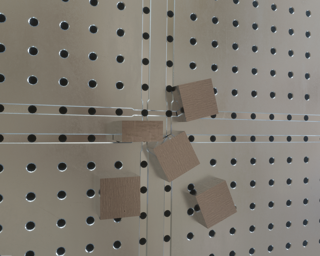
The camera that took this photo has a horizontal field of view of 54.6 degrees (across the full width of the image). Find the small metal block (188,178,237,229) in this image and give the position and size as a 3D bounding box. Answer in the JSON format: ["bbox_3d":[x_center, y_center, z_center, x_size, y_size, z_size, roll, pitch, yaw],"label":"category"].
[{"bbox_3d":[0.074,0.105,0.440,0.050,0.025,0.050,-24,98,-18],"label":"small metal block"}]

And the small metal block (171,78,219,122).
[{"bbox_3d":[0.049,-0.038,0.430,0.050,0.025,0.050,-15,95,-19],"label":"small metal block"}]

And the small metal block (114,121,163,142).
[{"bbox_3d":[-0.029,0.004,0.389,0.050,0.050,0.025,0,90,-20],"label":"small metal block"}]

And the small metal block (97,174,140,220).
[{"bbox_3d":[-0.053,0.086,0.393,0.050,0.025,0.050,0,90,-20],"label":"small metal block"}]

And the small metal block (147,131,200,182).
[{"bbox_3d":[0.018,0.037,0.419,0.050,0.025,0.050,-29,100,-18],"label":"small metal block"}]
